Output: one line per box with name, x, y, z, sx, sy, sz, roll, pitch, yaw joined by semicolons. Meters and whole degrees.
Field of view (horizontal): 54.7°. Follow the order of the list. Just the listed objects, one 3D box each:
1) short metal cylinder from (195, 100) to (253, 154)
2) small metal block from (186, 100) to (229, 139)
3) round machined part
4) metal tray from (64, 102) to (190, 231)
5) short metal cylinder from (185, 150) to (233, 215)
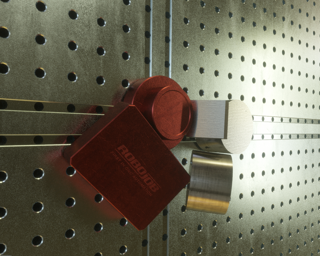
short metal cylinder;0.096;-0.002;0.470;0.081;0.050;0.079;0;90;-40
small metal block;0.065;-0.011;0.419;0.025;0.050;0.050;13;80;-68
round machined part;0.004;-0.019;0.396;0.099;0.042;0.097;0;90;-40
metal tray;-0.033;0.045;0.359;0.090;0.030;0.130;-44;118;-14
short metal cylinder;0.064;0.072;0.415;0.050;0.080;0.080;7;84;4
